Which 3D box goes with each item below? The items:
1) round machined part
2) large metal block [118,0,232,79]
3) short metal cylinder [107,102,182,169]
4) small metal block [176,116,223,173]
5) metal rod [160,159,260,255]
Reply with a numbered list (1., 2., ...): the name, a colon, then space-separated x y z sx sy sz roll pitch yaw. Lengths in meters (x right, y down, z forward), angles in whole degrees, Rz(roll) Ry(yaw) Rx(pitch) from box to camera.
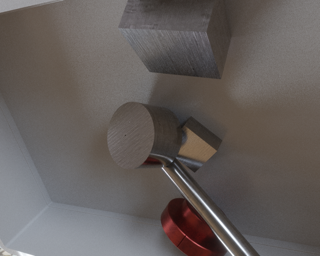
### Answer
1. round machined part: 0.054 0.127 0.416 0.098 0.098 0.042 33 107 6
2. large metal block: 0.019 -0.092 0.299 0.080 0.050 0.080 10 165 22
3. short metal cylinder: -0.020 0.010 0.384 0.080 0.050 0.080 -5 82 41
4. small metal block: 0.043 0.022 0.399 0.050 0.025 0.050 38 129 2
5. metal rod: 0.075 0.120 0.366 0.300 0.025 0.025 49 133 25
